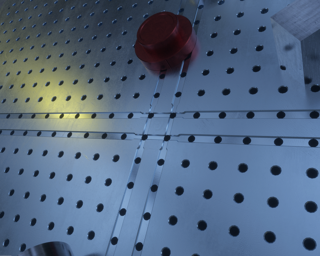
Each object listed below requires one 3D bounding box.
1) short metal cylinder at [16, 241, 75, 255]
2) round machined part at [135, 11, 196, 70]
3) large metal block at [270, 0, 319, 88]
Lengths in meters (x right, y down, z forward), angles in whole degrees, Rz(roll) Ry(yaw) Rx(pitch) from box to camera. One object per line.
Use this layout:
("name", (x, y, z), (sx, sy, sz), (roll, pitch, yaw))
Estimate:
("short metal cylinder", (-0.125, 0.170, 0.334), (0.080, 0.080, 0.050), (-43, 51, -1))
("round machined part", (0.003, -0.141, 0.482), (0.098, 0.042, 0.098), (-13, 56, 21))
("large metal block", (0.178, -0.105, 0.344), (0.080, 0.080, 0.050), (-33, 52, 6))
